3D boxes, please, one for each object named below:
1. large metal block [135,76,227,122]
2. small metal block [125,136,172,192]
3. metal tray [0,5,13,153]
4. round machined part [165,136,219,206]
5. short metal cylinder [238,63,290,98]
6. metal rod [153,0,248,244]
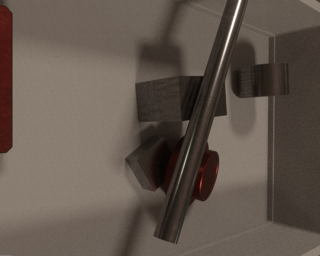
[{"bbox_3d":[0.027,-0.037,0.395,0.081,0.080,0.050,-8,96,-40],"label":"large metal block"},{"bbox_3d":[-0.009,0.045,0.401,0.050,0.025,0.050,-41,115,-32],"label":"small metal block"},{"bbox_3d":[-0.175,-0.042,0.257,0.091,0.030,0.129,0,90,-40],"label":"metal tray"},{"bbox_3d":[0.048,0.059,0.414,0.099,0.042,0.097,-37,133,-52],"label":"round machined part"},{"bbox_3d":[0.173,-0.078,0.519,0.081,0.080,0.050,-7,95,-40],"label":"short metal cylinder"},{"bbox_3d":[0.052,-0.026,0.347,0.025,0.025,0.299,30,71,-36],"label":"metal rod"}]
